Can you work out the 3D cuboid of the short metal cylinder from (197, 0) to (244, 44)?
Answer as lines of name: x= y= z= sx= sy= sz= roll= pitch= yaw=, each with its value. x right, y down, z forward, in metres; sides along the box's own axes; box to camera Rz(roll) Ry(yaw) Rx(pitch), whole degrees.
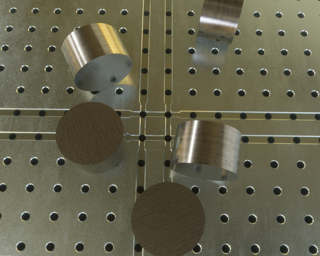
short metal cylinder: x=0.086 y=-0.165 z=0.444 sx=0.050 sy=0.080 sz=0.080 roll=12 pitch=71 yaw=4

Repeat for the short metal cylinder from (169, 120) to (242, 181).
short metal cylinder: x=0.055 y=0.029 z=0.373 sx=0.080 sy=0.080 sz=0.050 roll=10 pitch=71 yaw=3

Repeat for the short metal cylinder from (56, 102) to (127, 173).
short metal cylinder: x=-0.084 y=0.013 z=0.393 sx=0.081 sy=0.050 sz=0.080 roll=0 pitch=70 yaw=0

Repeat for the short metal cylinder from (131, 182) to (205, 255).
short metal cylinder: x=0.009 y=0.107 z=0.360 sx=0.081 sy=0.050 sz=0.080 roll=0 pitch=70 yaw=0

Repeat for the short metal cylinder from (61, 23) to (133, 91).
short metal cylinder: x=-0.084 y=-0.093 z=0.415 sx=0.080 sy=0.080 sz=0.050 roll=-24 pitch=72 yaw=-9
